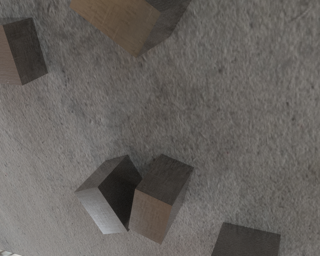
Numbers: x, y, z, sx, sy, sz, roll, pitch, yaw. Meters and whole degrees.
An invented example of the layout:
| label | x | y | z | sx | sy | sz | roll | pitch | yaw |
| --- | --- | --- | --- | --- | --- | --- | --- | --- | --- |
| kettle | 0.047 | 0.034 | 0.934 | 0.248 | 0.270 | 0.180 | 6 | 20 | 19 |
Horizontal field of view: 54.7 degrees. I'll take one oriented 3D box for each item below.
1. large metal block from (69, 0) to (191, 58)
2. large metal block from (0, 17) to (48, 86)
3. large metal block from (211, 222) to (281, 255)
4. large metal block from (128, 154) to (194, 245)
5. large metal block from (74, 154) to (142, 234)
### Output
| label | x | y | z | sx | sy | sz | roll | pitch | yaw |
| --- | --- | --- | --- | --- | --- | --- | --- | --- | --- |
| large metal block | -0.026 | -0.124 | 0.307 | 0.080 | 0.080 | 0.050 | 38 | 129 | 2 |
| large metal block | -0.216 | -0.109 | 0.434 | 0.080 | 0.050 | 0.079 | 8 | 122 | 23 |
| large metal block | 0.117 | 0.184 | 0.423 | 0.080 | 0.080 | 0.050 | 6 | 121 | 25 |
| large metal block | 0.002 | 0.097 | 0.429 | 0.050 | 0.080 | 0.079 | 22 | 127 | 14 |
| large metal block | -0.067 | 0.099 | 0.466 | 0.050 | 0.080 | 0.080 | -18 | 109 | 35 |
